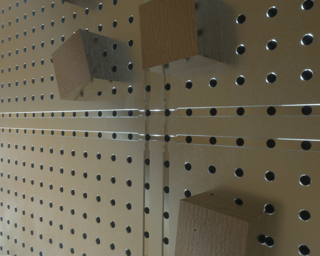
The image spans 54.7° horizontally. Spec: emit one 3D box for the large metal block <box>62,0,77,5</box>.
[{"bbox_3d":[-0.165,-0.274,0.526,0.080,0.050,0.080,-49,62,29],"label":"large metal block"}]

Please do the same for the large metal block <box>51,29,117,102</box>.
[{"bbox_3d":[-0.121,-0.096,0.490,0.080,0.050,0.080,-25,74,37],"label":"large metal block"}]

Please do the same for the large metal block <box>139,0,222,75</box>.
[{"bbox_3d":[0.023,-0.114,0.372,0.080,0.050,0.080,-6,86,39],"label":"large metal block"}]

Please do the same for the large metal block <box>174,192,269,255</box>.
[{"bbox_3d":[0.065,0.123,0.338,0.080,0.050,0.079,9,96,39],"label":"large metal block"}]
